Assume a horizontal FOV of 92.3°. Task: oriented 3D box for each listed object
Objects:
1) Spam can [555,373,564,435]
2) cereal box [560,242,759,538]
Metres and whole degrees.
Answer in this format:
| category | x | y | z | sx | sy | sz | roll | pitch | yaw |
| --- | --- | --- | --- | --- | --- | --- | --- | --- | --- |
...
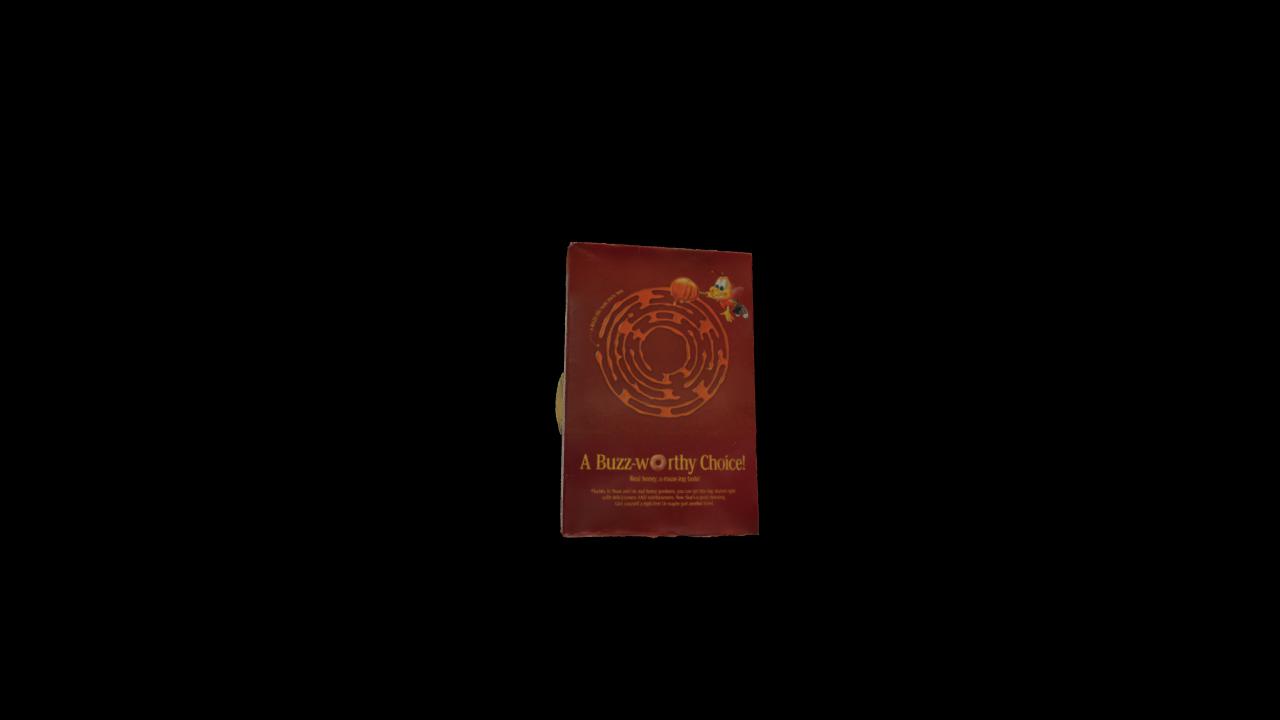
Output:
| category | x | y | z | sx | sy | sz | roll | pitch | yaw |
| --- | --- | --- | --- | --- | --- | --- | --- | --- | --- |
| Spam can | -0.056 | 0.052 | 0.750 | 0.085 | 0.058 | 0.101 | -4 | -27 | -15 |
| cereal box | 0.019 | 0.031 | 0.661 | 0.203 | 0.306 | 0.081 | 1 | -10 | -9 |
